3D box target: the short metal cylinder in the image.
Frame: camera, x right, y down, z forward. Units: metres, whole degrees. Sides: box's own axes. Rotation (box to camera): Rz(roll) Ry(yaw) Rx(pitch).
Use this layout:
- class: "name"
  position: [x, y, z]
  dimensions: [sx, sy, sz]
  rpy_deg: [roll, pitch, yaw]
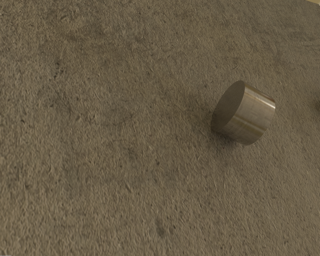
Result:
- class: "short metal cylinder"
  position: [0.117, -0.021, 0.444]
  dimensions: [0.050, 0.080, 0.080]
  rpy_deg: [27, 53, -12]
